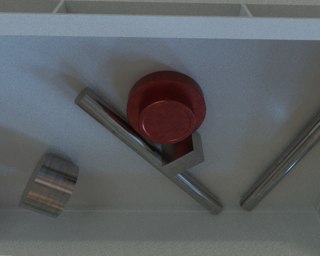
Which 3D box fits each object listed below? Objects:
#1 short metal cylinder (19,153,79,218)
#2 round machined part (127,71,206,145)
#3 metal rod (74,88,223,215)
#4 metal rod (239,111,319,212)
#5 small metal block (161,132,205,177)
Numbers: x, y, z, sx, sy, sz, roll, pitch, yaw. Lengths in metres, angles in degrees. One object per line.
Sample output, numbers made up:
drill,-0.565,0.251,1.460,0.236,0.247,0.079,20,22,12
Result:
short metal cylinder,-0.157,0.081,0.440,0.050,0.080,0.080,28,125,-22
round machined part,0.008,-0.018,0.383,0.099,0.042,0.097,-1,130,0
metal rod,0.001,0.048,0.450,0.025,0.025,0.300,-32,124,24
metal rod,0.199,0.024,0.432,0.025,0.025,0.298,16,128,-14
small metal block,0.030,0.031,0.419,0.050,0.050,0.025,-31,124,23
